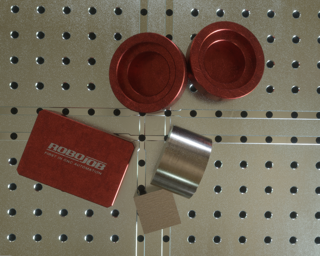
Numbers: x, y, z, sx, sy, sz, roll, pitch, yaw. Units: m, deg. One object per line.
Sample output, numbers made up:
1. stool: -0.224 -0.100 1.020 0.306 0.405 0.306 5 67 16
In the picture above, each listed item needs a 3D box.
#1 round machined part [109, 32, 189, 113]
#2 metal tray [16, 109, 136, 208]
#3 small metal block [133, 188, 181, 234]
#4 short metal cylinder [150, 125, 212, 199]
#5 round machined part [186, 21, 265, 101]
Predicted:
1. round machined part: -0.011 -0.068 0.395 0.098 0.042 0.097 1 93 18
2. metal tray: -0.108 0.039 0.410 0.131 0.030 0.090 21 90 -1
3. small metal block: -0.003 0.107 0.413 0.050 0.025 0.050 -16 90 -1
4. short metal cylinder: 0.026 0.041 0.386 0.050 0.080 0.080 22 90 0
5. round machined part: 0.080 -0.083 0.400 0.099 0.042 0.097 1 86 -12
